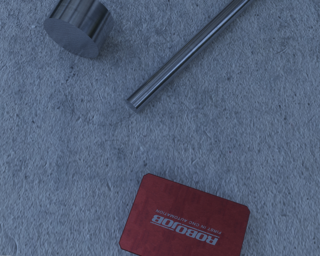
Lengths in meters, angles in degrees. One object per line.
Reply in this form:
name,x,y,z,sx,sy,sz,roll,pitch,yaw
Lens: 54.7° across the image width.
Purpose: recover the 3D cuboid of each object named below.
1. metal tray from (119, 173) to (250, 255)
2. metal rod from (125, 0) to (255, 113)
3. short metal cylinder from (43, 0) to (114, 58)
metal tray,0.029,0.117,0.363,0.131,0.030,0.090,18,71,6
metal rod,0.064,-0.132,0.456,0.025,0.025,0.301,41,75,13
short metal cylinder,-0.111,-0.142,0.430,0.080,0.080,0.050,21,72,7
